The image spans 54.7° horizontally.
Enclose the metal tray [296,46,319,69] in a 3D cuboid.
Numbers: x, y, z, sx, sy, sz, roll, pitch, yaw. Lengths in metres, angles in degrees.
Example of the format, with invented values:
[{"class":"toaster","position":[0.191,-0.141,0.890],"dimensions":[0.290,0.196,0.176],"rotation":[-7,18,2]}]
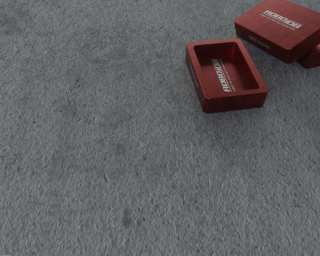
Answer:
[{"class":"metal tray","position":[0.281,-0.152,0.530],"dimensions":[0.131,0.030,0.090],"rotation":[-15,52,-13]}]

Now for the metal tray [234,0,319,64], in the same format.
[{"class":"metal tray","position":[0.199,-0.167,0.513],"dimensions":[0.090,0.030,0.130],"rotation":[-34,47,-6]}]

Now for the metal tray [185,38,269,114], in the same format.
[{"class":"metal tray","position":[0.096,-0.083,0.469],"dimensions":[0.091,0.030,0.130],"rotation":[-7,50,-6]}]
